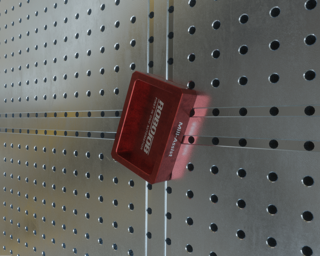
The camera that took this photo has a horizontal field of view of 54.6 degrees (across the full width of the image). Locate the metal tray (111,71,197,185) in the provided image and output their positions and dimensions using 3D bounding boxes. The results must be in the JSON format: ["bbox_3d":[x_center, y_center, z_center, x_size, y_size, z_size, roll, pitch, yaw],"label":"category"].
[{"bbox_3d":[-0.013,-0.002,0.417,0.090,0.030,0.129,27,107,36],"label":"metal tray"}]
